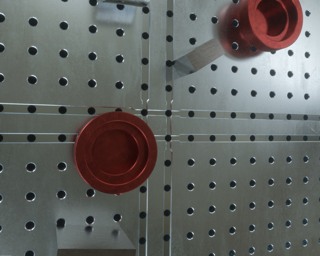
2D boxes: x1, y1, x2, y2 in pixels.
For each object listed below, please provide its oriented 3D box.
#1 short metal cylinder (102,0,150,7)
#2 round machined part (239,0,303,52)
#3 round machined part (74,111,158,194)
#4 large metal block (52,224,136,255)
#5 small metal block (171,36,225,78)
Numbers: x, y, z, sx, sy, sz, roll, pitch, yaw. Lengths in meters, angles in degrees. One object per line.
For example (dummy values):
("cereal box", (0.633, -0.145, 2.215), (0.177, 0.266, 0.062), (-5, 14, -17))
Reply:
("short metal cylinder", (-0.040, -0.189, 0.368), (0.050, 0.080, 0.080), (-1, 91, -20))
("round machined part", (0.160, -0.162, 0.462), (0.099, 0.042, 0.097), (0, 90, -20))
("round machined part", (-0.056, 0.029, 0.383), (0.099, 0.042, 0.097), (0, 90, -20))
("large metal block", (-0.080, 0.148, 0.354), (0.081, 0.080, 0.050), (9, 87, -20))
("small metal block", (0.050, -0.094, 0.418), (0.050, 0.050, 0.025), (-34, 101, -17))
